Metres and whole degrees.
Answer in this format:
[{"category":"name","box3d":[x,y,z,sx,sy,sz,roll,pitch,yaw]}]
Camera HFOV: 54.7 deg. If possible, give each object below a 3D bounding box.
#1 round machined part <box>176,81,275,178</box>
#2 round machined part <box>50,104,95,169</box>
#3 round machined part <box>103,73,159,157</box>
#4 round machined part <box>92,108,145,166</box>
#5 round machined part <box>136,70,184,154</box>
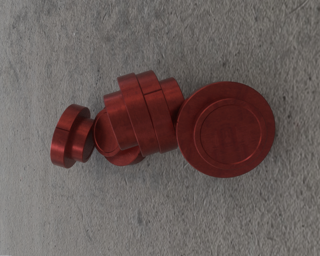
[{"category":"round machined part","box3d":[0.065,0.003,0.306,0.099,0.042,0.097,0,99,0]},{"category":"round machined part","box3d":[-0.124,0.015,0.473,0.042,0.098,0.097,16,103,2]},{"category":"round machined part","box3d":[-0.036,-0.012,0.362,0.042,0.098,0.098,-18,75,-4]},{"category":"round machined part","box3d":[-0.060,0.006,0.443,0.098,0.042,0.097,0,90,40]},{"category":"round machined part","box3d":[0.005,-0.022,0.366,0.042,0.098,0.098,-18,75,-4]}]
